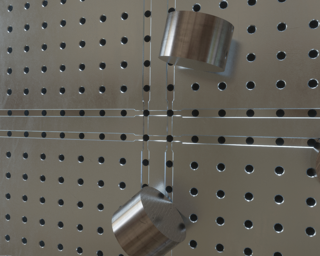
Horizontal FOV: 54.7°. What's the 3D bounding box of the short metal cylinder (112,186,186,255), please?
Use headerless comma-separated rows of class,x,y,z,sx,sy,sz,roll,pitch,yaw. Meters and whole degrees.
short metal cylinder,-0.013,0.121,0.388,0.050,0.080,0.080,-43,77,15

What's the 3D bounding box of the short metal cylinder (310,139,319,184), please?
short metal cylinder,0.206,0.039,0.327,0.080,0.050,0.079,0,90,20

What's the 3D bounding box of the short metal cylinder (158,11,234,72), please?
short metal cylinder,0.042,-0.100,0.368,0.080,0.080,0.050,14,95,19
